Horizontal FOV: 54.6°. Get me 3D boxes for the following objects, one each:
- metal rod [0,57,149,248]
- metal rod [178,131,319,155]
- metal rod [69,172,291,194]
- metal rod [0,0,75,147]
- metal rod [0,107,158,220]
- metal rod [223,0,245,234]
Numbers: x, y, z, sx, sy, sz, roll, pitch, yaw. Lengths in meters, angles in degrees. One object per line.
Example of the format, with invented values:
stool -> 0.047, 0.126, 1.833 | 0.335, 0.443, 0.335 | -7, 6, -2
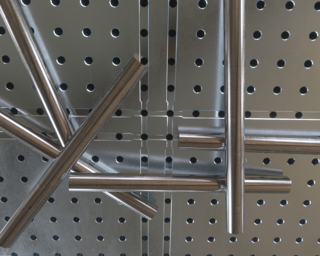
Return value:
metal rod -> -0.117, 0.036, 0.400 | 0.025, 0.025, 0.299 | 37, 97, -13
metal rod -> 0.176, 0.023, 0.422 | 0.302, 0.025, 0.025 | 2, 110, -1
metal rod -> 0.032, 0.076, 0.426 | 0.302, 0.025, 0.025 | 2, 110, -7
metal rod -> -0.166, -0.114, 0.369 | 0.025, 0.025, 0.299 | -16, 109, 6
metal rod -> -0.131, 0.042, 0.427 | 0.301, 0.025, 0.025 | 35, 106, -12
metal rod -> 0.094, -0.009, 0.388 | 0.025, 0.025, 0.298 | -3, 102, 1
